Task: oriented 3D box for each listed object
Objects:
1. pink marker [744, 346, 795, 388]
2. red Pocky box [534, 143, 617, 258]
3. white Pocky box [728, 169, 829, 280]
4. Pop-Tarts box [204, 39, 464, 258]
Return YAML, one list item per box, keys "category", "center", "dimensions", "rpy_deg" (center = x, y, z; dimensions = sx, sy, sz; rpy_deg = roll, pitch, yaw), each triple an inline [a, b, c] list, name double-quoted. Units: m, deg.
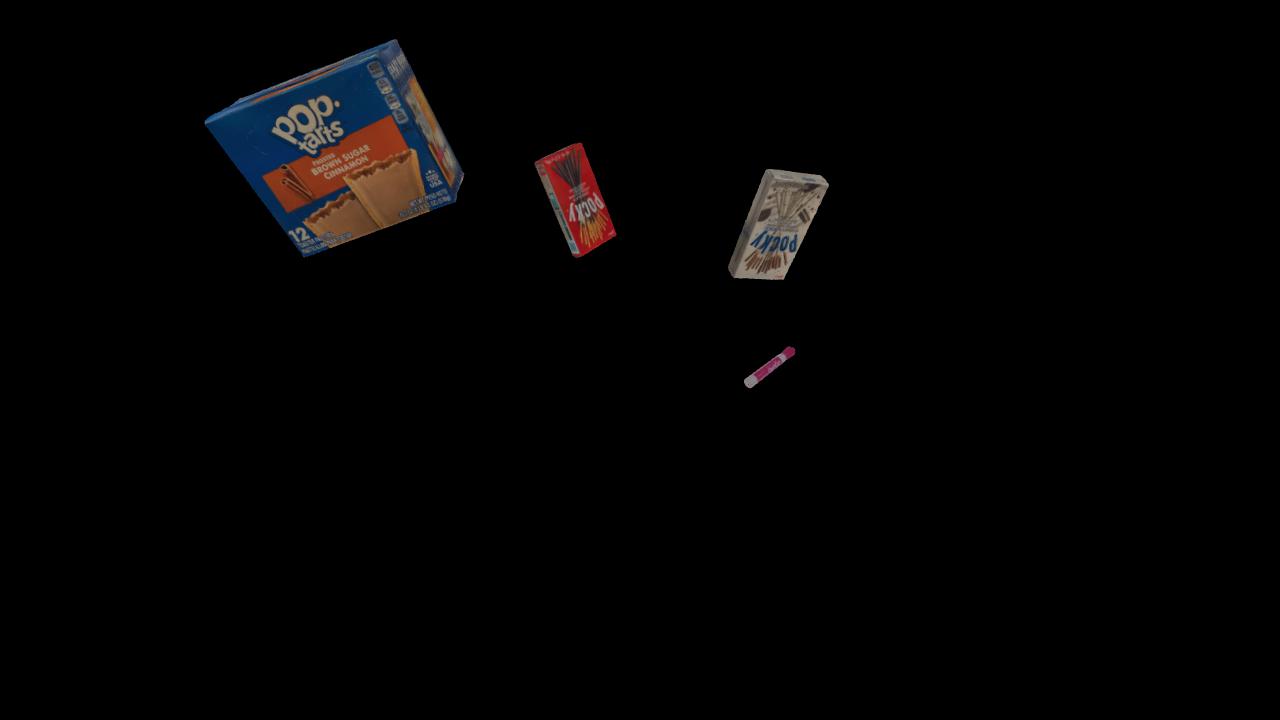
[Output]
- category: "pink marker"
  center: [0.226, 0.010, 1.063]
  dimensions: [0.121, 0.020, 0.020]
  rpy_deg: [-33, 16, -26]
- category: "red Pocky box"
  center: [-0.096, -0.245, 0.945]
  dimensions: [0.028, 0.155, 0.083]
  rpy_deg: [7, 38, 46]
- category: "white Pocky box"
  center: [0.180, -0.176, 0.819]
  dimensions: [0.084, 0.154, 0.028]
  rpy_deg: [0, 44, -19]
- category: "Pop-Tarts box"
  center: [-0.281, -0.201, 0.592]
  dimensions: [0.167, 0.141, 0.083]
  rpy_deg: [-19, 37, 3]
